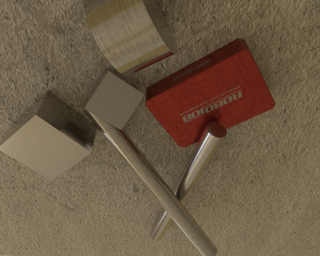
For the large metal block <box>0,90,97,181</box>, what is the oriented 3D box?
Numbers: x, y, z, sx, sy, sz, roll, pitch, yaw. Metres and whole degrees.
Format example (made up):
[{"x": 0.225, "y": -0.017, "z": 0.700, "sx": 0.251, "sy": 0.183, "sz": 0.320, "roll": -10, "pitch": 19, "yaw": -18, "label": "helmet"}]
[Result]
[{"x": -0.142, "y": 0.012, "z": 0.399, "sx": 0.080, "sy": 0.050, "sz": 0.080, "roll": -34, "pitch": 123, "yaw": 25, "label": "large metal block"}]

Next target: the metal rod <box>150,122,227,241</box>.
[{"x": 0.030, "y": 0.100, "z": 0.470, "sx": 0.025, "sy": 0.025, "sz": 0.298, "roll": 11, "pitch": 136, "yaw": -10, "label": "metal rod"}]

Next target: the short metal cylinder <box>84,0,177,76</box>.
[{"x": -0.025, "y": -0.096, "z": 0.289, "sx": 0.050, "sy": 0.080, "sz": 0.080, "roll": -22, "pitch": 127, "yaw": 17, "label": "short metal cylinder"}]

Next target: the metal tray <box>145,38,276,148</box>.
[{"x": 0.059, "y": -0.036, "z": 0.374, "sx": 0.130, "sy": 0.030, "sz": 0.090, "roll": -26, "pitch": 126, "yaw": 20, "label": "metal tray"}]

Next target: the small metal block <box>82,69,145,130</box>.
[{"x": -0.055, "y": -0.033, "z": 0.363, "sx": 0.050, "sy": 0.025, "sz": 0.050, "roll": 32, "pitch": 91, "yaw": -25, "label": "small metal block"}]

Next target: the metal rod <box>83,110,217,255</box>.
[{"x": -0.002, "y": 0.084, "z": 0.437, "sx": 0.025, "sy": 0.025, "sz": 0.299, "roll": -28, "pitch": 113, "yaw": 21, "label": "metal rod"}]
